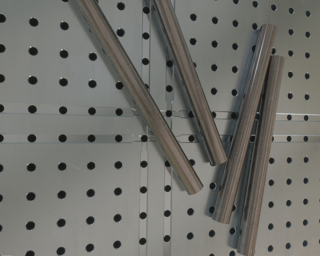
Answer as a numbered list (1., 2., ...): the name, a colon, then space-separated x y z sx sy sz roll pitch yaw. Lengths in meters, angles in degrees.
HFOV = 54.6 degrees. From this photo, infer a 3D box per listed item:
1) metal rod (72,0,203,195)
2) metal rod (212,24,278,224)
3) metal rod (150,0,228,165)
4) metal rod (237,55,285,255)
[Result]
1. metal rod: -0.025 -0.041 0.402 0.025 0.025 0.299 -34 101 -17
2. metal rod: 0.126 -0.010 0.458 0.025 0.025 0.299 18 84 -19
3. metal rod: 0.032 -0.090 0.423 0.025 0.025 0.299 -24 98 -18
4. metal rod: 0.153 0.039 0.468 0.025 0.025 0.299 12 86 -20
